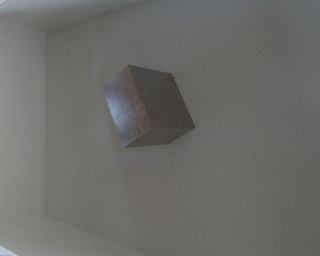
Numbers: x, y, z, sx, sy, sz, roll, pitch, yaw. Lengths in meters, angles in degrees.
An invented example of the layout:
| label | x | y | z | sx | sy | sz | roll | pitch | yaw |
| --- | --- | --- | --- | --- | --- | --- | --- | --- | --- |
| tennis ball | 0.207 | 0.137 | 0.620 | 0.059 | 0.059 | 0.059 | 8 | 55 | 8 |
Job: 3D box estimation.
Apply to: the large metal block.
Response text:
| label | x | y | z | sx | sy | sz | roll | pitch | yaw |
| --- | --- | --- | --- | --- | --- | --- | --- | --- | --- |
| large metal block | -0.013 | -0.025 | 0.380 | 0.050 | 0.081 | 0.080 | -34 | 70 | 35 |
